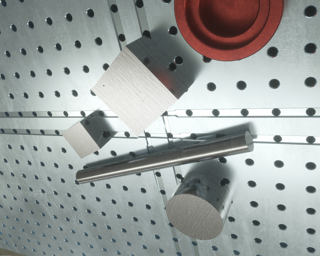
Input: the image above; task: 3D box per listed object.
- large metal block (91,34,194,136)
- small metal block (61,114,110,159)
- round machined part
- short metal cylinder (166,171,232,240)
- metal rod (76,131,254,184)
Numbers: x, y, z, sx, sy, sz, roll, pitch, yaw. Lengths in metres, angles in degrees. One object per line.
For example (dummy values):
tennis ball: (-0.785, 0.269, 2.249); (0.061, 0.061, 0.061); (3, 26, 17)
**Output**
large metal block: (-0.022, -0.050, 0.374); (0.080, 0.050, 0.080); (46, 129, -4)
small metal block: (-0.115, 0.014, 0.479); (0.050, 0.025, 0.050); (-26, 104, 37)
round machined part: (0.067, -0.117, 0.292); (0.098, 0.042, 0.097); (13, 124, 20)
short metal cylinder: (0.055, 0.108, 0.432); (0.080, 0.050, 0.079); (13, 124, 20)
metal rod: (-0.014, 0.050, 0.447); (0.300, 0.025, 0.025); (-16, 110, 34)
